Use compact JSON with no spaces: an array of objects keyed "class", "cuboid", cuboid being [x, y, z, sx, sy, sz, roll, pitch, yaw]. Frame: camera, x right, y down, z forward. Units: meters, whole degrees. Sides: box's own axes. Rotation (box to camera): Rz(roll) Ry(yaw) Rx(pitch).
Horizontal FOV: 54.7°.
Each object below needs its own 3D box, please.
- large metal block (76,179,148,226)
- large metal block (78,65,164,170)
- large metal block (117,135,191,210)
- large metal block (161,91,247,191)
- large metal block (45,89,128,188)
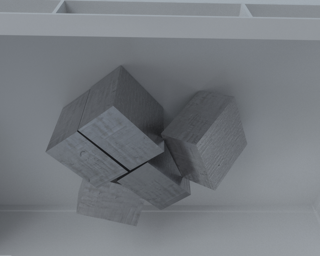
[{"class":"large metal block","cuboid":[-0.070,0.091,0.439,0.081,0.080,0.050,17,93,-15]},{"class":"large metal block","cuboid":[-0.040,-0.012,0.360,0.050,0.080,0.080,-31,124,23]},{"class":"large metal block","cuboid":[-0.007,0.048,0.411,0.050,0.080,0.080,-34,123,25]},{"class":"large metal block","cuboid":[0.057,0.014,0.375,0.050,0.080,0.080,16,144,41]},{"class":"large metal block","cuboid":[-0.082,0.013,0.382,0.050,0.080,0.080,-30,124,23]}]
